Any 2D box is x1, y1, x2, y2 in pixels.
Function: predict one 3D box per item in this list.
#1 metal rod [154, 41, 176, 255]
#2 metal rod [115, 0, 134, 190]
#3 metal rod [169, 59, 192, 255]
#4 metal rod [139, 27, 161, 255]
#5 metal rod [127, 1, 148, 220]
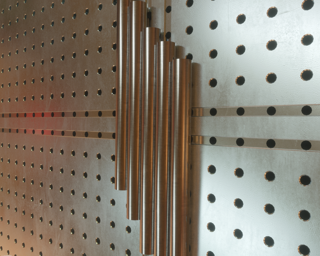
[{"bbox_3d":[0.006,0.040,0.402,0.025,0.025,0.298,1,91,39],"label":"metal rod"},{"bbox_3d":[-0.051,-0.061,0.449,0.025,0.025,0.298,1,91,39],"label":"metal rod"},{"bbox_3d":[0.025,0.066,0.386,0.025,0.025,0.298,1,91,39],"label":"metal rod"},{"bbox_3d":[-0.013,0.018,0.417,0.025,0.025,0.298,1,91,39],"label":"metal rod"},{"bbox_3d":[-0.032,-0.023,0.432,0.025,0.025,0.298,1,91,39],"label":"metal rod"}]
